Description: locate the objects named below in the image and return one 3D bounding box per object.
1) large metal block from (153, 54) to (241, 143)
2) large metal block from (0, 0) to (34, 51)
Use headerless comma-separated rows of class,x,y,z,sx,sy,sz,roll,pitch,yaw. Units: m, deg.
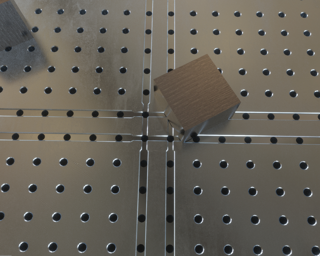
large metal block,0.046,-0.039,0.413,0.080,0.050,0.080,-27,72,-10
large metal block,-0.241,-0.155,0.438,0.080,0.080,0.050,-26,72,-9
